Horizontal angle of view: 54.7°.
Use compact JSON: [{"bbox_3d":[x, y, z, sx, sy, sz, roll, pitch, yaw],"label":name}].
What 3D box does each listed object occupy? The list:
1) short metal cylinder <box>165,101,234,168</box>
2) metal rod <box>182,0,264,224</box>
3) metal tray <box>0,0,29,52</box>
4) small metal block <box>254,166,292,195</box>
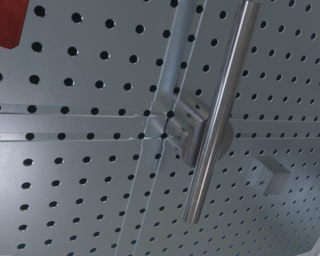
[{"bbox_3d":[0.054,0.009,0.431,0.081,0.050,0.079,-14,124,-21],"label":"short metal cylinder"},{"bbox_3d":[0.069,0.001,0.384,0.025,0.025,0.298,-4,120,-27],"label":"metal rod"},{"bbox_3d":[-0.165,-0.119,0.224,0.131,0.030,0.089,13,91,-34],"label":"metal tray"},{"bbox_3d":[0.215,0.099,0.590,0.050,0.025,0.050,4,117,-30],"label":"small metal block"}]
